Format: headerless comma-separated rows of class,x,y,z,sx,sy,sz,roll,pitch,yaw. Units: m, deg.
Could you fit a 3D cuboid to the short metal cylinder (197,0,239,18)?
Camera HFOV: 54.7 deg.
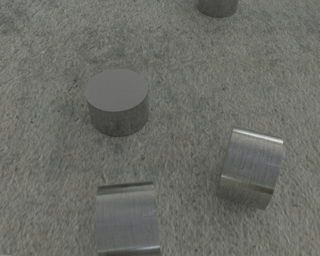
short metal cylinder,0.116,-0.260,0.607,0.081,0.050,0.080,0,50,0

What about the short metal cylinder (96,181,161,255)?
short metal cylinder,-0.029,0.092,0.290,0.050,0.080,0.080,-5,50,-4

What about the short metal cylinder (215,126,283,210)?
short metal cylinder,0.094,0.042,0.334,0.050,0.080,0.080,15,52,11

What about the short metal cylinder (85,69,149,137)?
short metal cylinder,-0.056,-0.034,0.415,0.081,0.050,0.080,0,50,0
